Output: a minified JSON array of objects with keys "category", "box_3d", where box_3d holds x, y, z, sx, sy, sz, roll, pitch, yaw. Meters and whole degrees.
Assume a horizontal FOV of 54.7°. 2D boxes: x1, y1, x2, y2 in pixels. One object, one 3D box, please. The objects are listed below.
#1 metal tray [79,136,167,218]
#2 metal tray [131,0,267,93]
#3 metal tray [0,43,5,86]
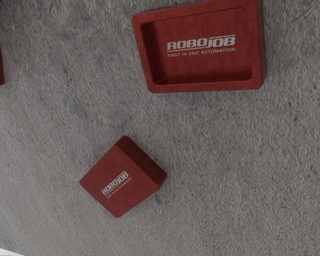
[{"category":"metal tray","box_3d":[-0.061,0.081,0.486,0.090,0.030,0.129,44,129,-3]},{"category":"metal tray","box_3d":[0.041,-0.086,0.328,0.130,0.030,0.089,1,119,27]},{"category":"metal tray","box_3d":[-0.291,-0.131,0.476,0.090,0.030,0.129,23,127,13]}]
